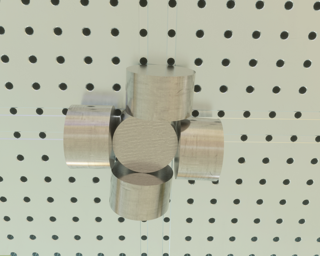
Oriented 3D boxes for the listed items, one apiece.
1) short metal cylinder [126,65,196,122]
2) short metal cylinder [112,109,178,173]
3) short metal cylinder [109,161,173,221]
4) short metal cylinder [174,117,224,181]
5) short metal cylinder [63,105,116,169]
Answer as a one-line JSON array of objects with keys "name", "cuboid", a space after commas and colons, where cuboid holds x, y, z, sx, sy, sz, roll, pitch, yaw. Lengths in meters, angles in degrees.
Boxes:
[{"name": "short metal cylinder", "cuboid": [0.000, -0.044, 0.367, 0.081, 0.080, 0.050, 3, 110, -1]}, {"name": "short metal cylinder", "cuboid": [-0.019, 0.011, 0.404, 0.081, 0.050, 0.079, -1, 110, -1]}, {"name": "short metal cylinder", "cuboid": [-0.025, 0.077, 0.411, 0.081, 0.080, 0.050, 6, 110, -2]}, {"name": "short metal cylinder", "cuboid": [0.047, 0.026, 0.394, 0.050, 0.080, 0.079, 3, 110, -2]}, {"name": "short metal cylinder", "cuboid": [-0.084, 0.011, 0.387, 0.050, 0.080, 0.079, 1, 110, -1]}]
